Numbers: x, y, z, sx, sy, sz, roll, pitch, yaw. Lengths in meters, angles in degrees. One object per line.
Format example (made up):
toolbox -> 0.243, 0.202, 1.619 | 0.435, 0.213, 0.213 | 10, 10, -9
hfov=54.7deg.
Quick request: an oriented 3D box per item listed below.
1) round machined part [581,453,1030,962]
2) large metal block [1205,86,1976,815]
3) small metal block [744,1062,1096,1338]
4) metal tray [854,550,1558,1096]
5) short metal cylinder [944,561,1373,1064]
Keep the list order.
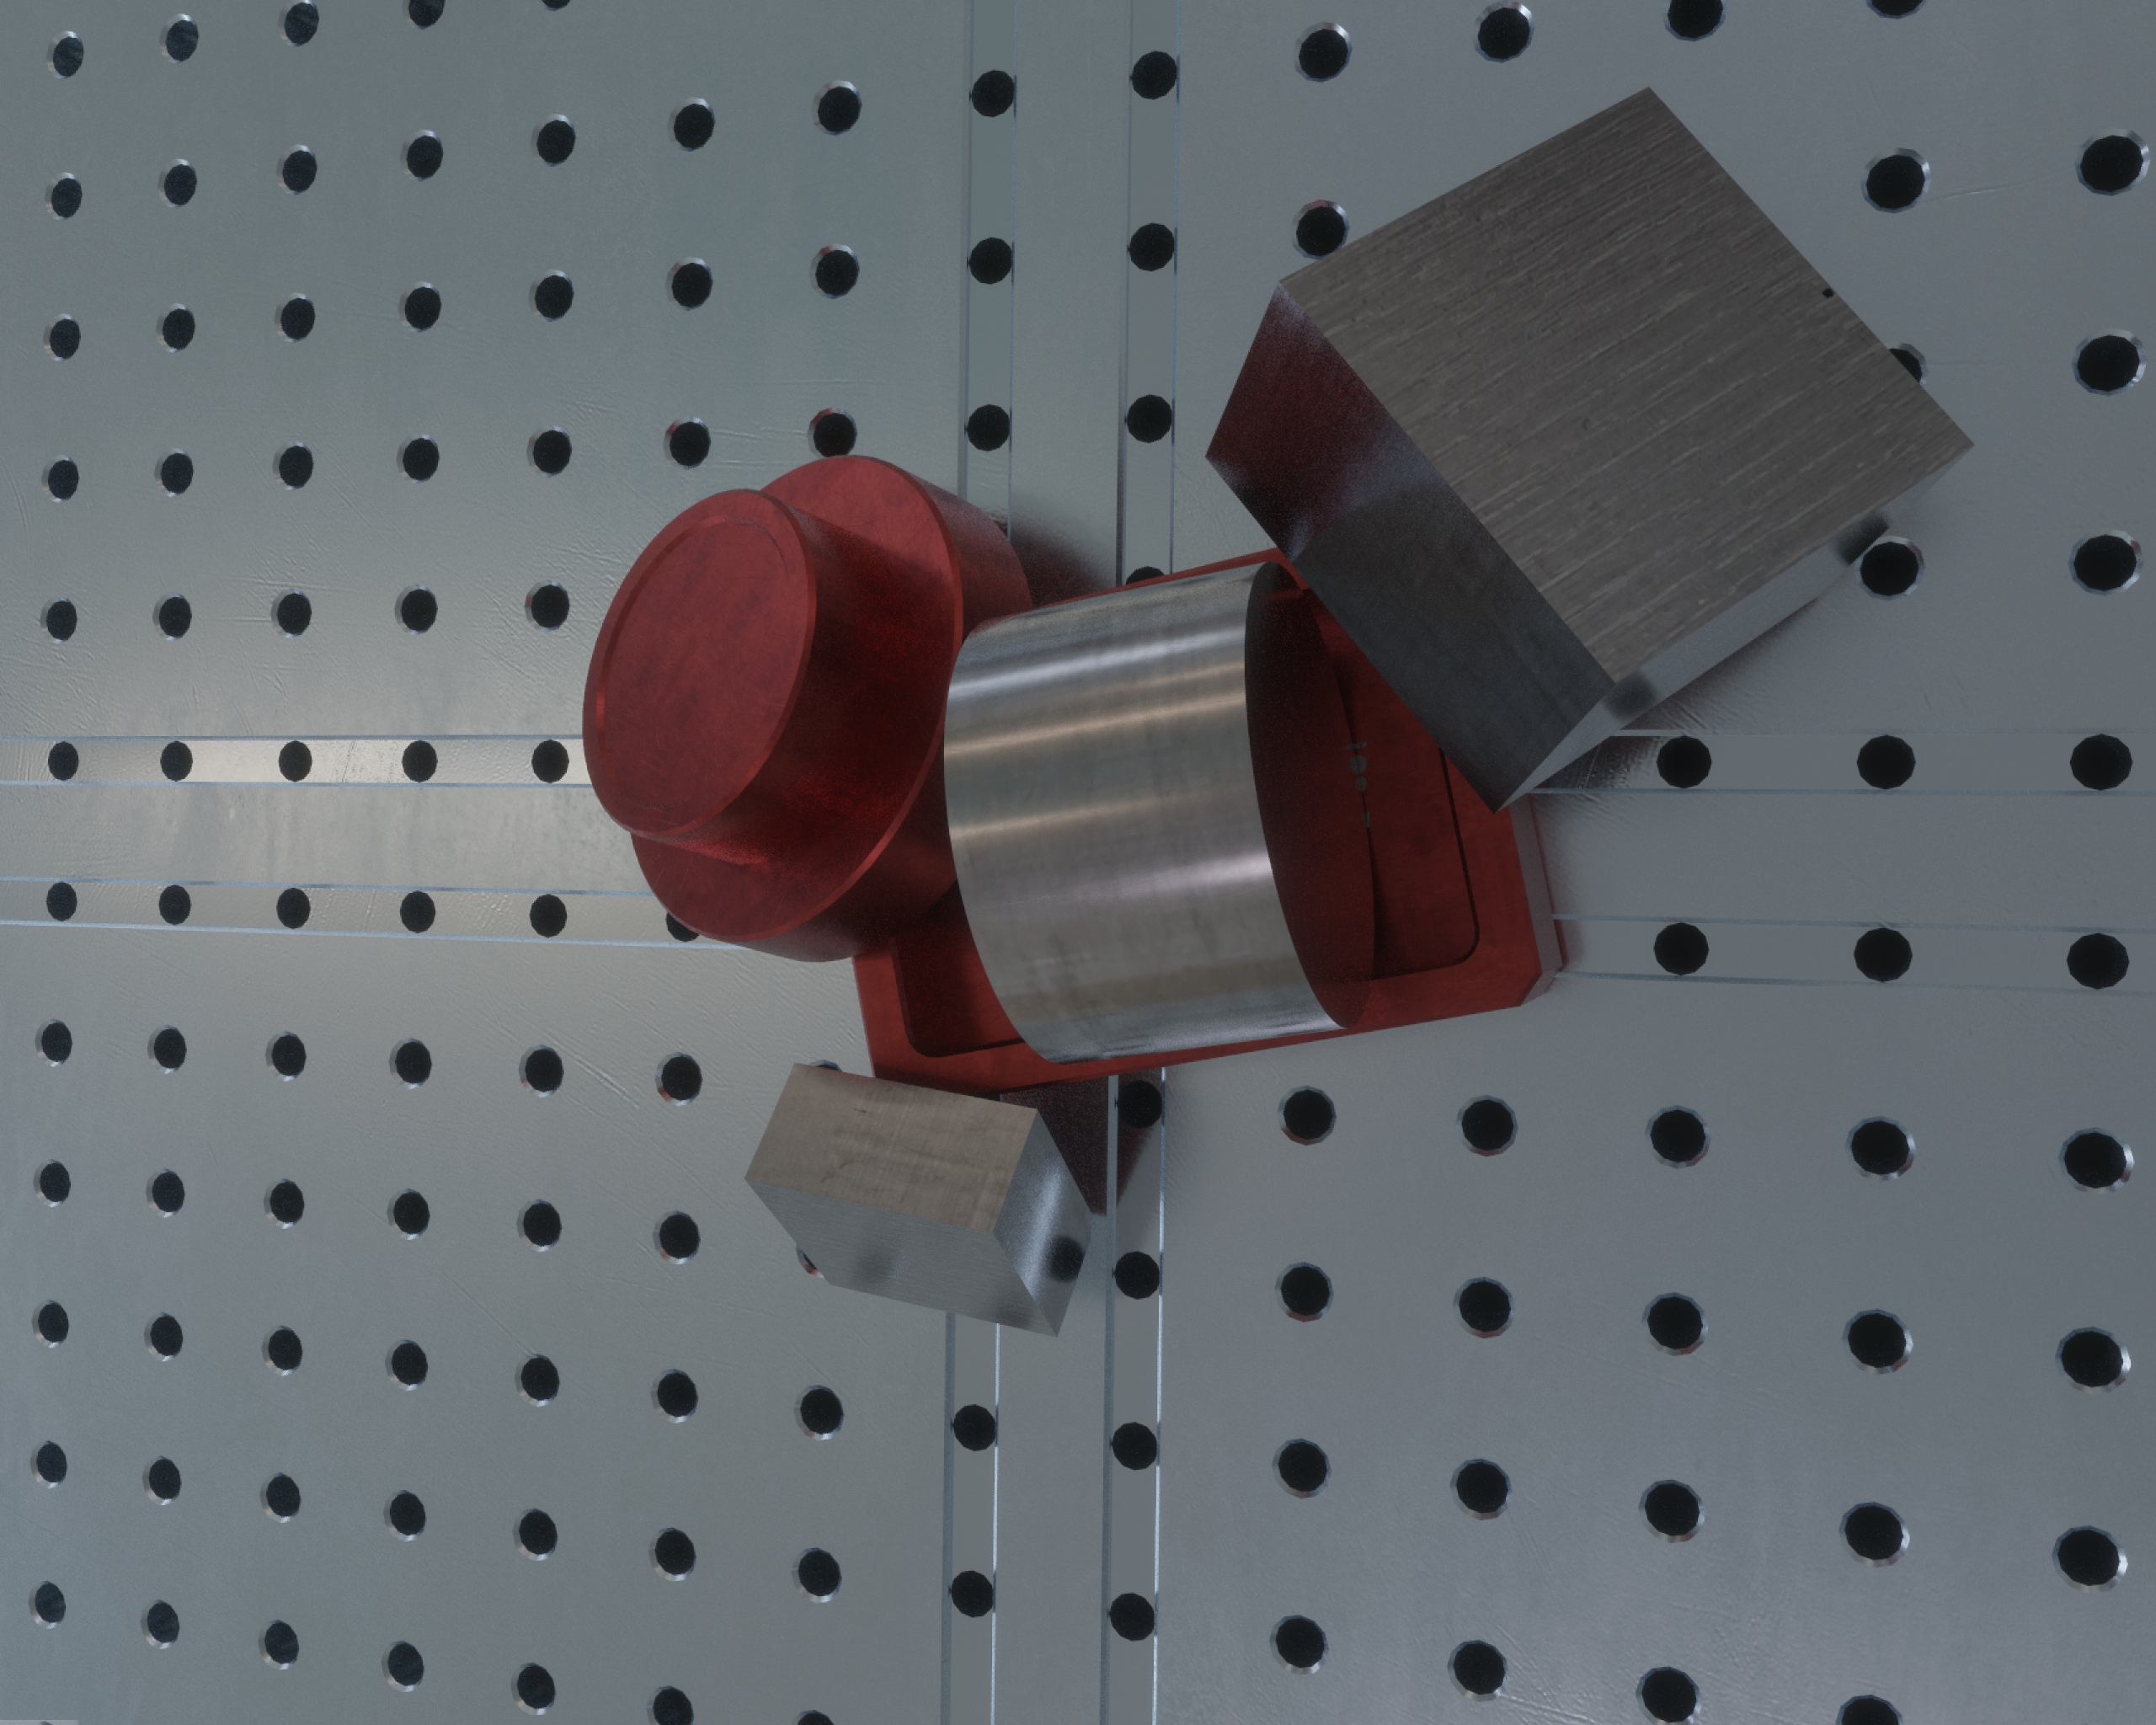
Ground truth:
round machined part -> -0.058, -0.033, 0.400 | 0.098, 0.042, 0.098 | -16, 66, 39
large metal block -> 0.082, -0.068, 0.345 | 0.080, 0.050, 0.080 | -32, 78, -20
small metal block -> -0.029, 0.066, 0.403 | 0.050, 0.050, 0.025 | 8, 59, 20
metal tray -> 0.018, -0.007, 0.401 | 0.130, 0.030, 0.089 | -12, 86, 19
short metal cylinder -> 0.017, -0.008, 0.360 | 0.050, 0.080, 0.080 | -9, 87, 19
